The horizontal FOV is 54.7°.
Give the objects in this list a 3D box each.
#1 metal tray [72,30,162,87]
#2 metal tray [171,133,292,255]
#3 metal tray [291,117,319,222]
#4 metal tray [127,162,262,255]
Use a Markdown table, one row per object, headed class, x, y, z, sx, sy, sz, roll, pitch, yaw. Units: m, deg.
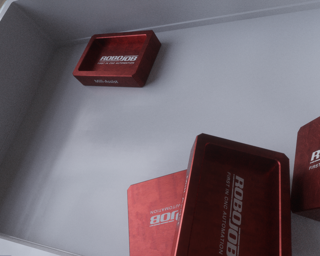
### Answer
| class | x | y | z | sx | sy | sz | roll | pitch | yaw |
| --- | --- | --- | --- | --- | --- | --- | --- | --- | --- |
| metal tray | -0.072 | -0.113 | 0.509 | 0.130 | 0.030 | 0.090 | 6 | 65 | 31 |
| metal tray | 0.064 | 0.073 | 0.271 | 0.090 | 0.030 | 0.130 | 14 | 55 | 1 |
| metal tray | 0.158 | 0.022 | 0.247 | 0.030 | 0.129 | 0.090 | 19 | 67 | -4 |
| metal tray | 0.031 | 0.092 | 0.330 | 0.130 | 0.030 | 0.090 | -18 | 54 | 17 |
